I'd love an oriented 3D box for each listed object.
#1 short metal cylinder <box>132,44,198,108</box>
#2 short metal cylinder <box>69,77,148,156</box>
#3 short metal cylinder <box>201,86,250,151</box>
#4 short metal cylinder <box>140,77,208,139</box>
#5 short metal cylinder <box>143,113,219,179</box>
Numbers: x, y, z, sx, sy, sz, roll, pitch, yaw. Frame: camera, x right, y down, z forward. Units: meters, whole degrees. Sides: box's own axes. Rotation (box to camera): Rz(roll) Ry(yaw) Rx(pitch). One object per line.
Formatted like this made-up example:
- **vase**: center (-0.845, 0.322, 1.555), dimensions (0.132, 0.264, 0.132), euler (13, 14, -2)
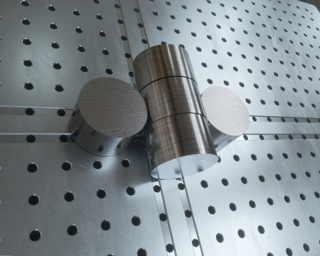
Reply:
- **short metal cylinder**: center (0.006, -0.066, 0.417), dimensions (0.081, 0.080, 0.050), euler (3, 61, -27)
- **short metal cylinder**: center (-0.062, -0.013, 0.367), dimensions (0.081, 0.050, 0.080), euler (14, 56, -21)
- **short metal cylinder**: center (0.081, -0.013, 0.445), dimensions (0.081, 0.050, 0.080), euler (14, 56, -21)
- **short metal cylinder**: center (0.015, -0.021, 0.395), dimensions (0.081, 0.080, 0.050), euler (2, 61, -28)
- **short metal cylinder**: center (0.024, 0.024, 0.372), dimensions (0.081, 0.080, 0.050), euler (1, 61, -28)
